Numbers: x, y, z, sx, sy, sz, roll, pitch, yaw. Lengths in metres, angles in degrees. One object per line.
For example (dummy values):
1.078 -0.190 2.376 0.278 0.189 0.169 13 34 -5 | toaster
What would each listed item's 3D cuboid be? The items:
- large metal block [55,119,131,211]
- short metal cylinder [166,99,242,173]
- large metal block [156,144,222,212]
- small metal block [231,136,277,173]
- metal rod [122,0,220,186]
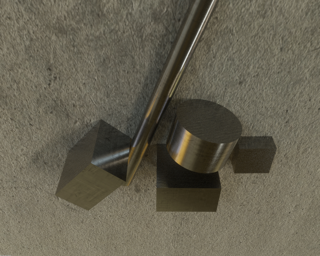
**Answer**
-0.087 0.049 0.412 0.050 0.080 0.080 35 122 -26 | large metal block
0.053 0.009 0.379 0.081 0.080 0.050 10 130 -9 | short metal cylinder
0.036 0.067 0.429 0.081 0.080 0.050 1 130 -1 | large metal block
0.132 0.039 0.442 0.050 0.025 0.050 0 130 0 | small metal block
-0.003 -0.028 0.383 0.025 0.025 0.298 16 128 -13 | metal rod
